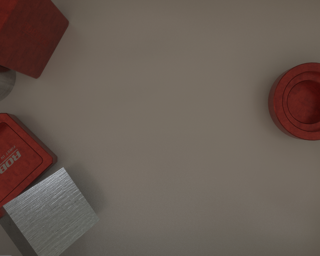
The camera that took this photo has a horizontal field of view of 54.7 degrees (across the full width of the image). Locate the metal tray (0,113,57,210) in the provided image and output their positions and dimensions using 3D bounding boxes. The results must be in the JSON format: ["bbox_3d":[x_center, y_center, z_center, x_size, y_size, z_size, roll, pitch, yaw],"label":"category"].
[{"bbox_3d":[-0.212,0.055,0.396,0.130,0.030,0.090,-45,93,-7],"label":"metal tray"}]

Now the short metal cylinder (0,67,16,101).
[{"bbox_3d":[-0.236,-0.071,0.396,0.081,0.050,0.079,0,90,-1],"label":"short metal cylinder"}]

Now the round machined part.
[{"bbox_3d":[0.190,-0.033,0.405,0.099,0.042,0.097,0,90,-1],"label":"round machined part"}]

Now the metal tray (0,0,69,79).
[{"bbox_3d":[-0.157,-0.111,0.357,0.030,0.130,0.090,29,90,0],"label":"metal tray"}]

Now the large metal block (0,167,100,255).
[{"bbox_3d":[-0.136,0.108,0.375,0.081,0.050,0.080,-36,93,-44],"label":"large metal block"}]
